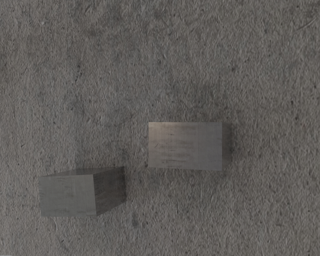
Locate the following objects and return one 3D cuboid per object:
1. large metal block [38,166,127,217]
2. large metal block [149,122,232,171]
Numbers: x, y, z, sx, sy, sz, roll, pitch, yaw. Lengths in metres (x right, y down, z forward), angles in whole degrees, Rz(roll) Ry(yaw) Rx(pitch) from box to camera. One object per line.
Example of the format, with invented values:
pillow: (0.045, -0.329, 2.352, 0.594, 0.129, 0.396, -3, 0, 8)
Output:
large metal block: (-0.101, 0.083, 0.415, 0.080, 0.080, 0.050, -6, 88, 20)
large metal block: (0.039, 0.018, 0.366, 0.080, 0.080, 0.050, 0, 90, 20)
